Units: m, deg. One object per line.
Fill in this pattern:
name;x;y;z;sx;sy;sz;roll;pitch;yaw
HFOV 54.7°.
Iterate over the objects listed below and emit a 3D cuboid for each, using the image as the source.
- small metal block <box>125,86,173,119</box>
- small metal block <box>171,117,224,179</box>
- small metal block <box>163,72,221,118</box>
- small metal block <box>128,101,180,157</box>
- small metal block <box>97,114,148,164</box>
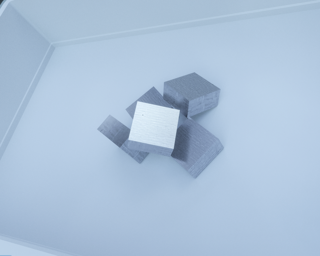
small metal block;-0.011;-0.021;0.419;0.050;0.025;0.050;-39;51;1
small metal block;0.038;0.023;0.368;0.050;0.025;0.050;-46;52;-4
small metal block;0.040;-0.043;0.394;0.050;0.025;0.050;-22;45;-28
small metal block;-0.007;0.001;0.359;0.050;0.025;0.050;12;63;-3
small metal block;-0.045;0.015;0.400;0.050;0.050;0.025;33;80;38
